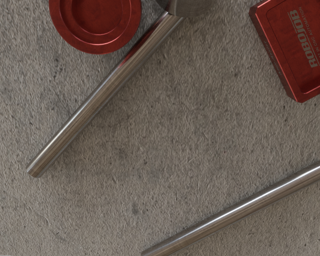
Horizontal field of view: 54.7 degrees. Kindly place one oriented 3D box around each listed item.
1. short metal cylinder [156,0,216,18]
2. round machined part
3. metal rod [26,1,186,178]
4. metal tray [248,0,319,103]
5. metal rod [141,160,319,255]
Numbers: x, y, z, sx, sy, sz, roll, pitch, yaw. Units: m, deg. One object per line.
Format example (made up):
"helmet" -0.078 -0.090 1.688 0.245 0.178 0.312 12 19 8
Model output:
"short metal cylinder" 0.031 -0.164 0.321 0.081 0.050 0.080 0 86 -6
"round machined part" -0.069 -0.135 0.350 0.099 0.042 0.097 0 110 0
"metal rod" -0.072 -0.043 0.393 0.025 0.025 0.299 41 105 -14
"metal tray" 0.176 -0.106 0.369 0.090 0.030 0.130 -30 108 10
"metal rod" 0.105 0.130 0.458 0.300 0.025 0.025 -31 108 10
